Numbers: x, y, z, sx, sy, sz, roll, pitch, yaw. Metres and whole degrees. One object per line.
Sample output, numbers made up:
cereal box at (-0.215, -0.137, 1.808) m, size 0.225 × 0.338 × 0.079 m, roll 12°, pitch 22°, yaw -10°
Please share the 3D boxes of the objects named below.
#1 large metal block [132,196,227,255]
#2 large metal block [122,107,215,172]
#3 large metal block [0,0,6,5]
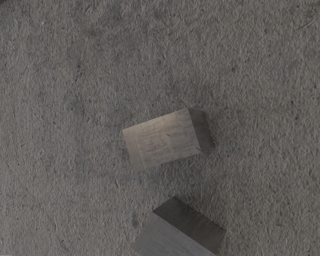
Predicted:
large metal block at (0.027, 0.133, 0.370) m, size 0.080 × 0.080 × 0.050 m, roll 30°, pitch 100°, yaw 17°
large metal block at (0.014, 0.014, 0.375) m, size 0.080 × 0.080 × 0.050 m, roll -19°, pitch 84°, yaw 19°
large metal block at (-0.269, -0.252, 0.491) m, size 0.080 × 0.050 × 0.080 m, roll -27°, pitch 81°, yaw 18°
